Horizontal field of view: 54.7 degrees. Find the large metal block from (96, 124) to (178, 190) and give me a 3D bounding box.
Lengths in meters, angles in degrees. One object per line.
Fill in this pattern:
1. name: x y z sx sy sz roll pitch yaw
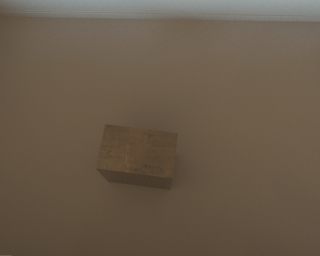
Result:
1. large metal block: -0.024 0.037 0.367 0.080 0.080 0.050 7 70 2
